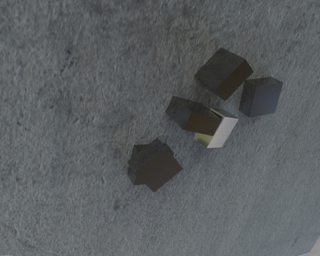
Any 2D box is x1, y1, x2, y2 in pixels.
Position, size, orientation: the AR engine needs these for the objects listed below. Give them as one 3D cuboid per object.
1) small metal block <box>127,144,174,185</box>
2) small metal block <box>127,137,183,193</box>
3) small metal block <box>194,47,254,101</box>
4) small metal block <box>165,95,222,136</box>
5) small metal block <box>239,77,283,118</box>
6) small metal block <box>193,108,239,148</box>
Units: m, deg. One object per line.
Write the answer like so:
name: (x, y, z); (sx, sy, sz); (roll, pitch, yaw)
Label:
small metal block: (-0.013, 0.050, 0.432); (0.050, 0.025, 0.050); (-1, 119, -29)
small metal block: (-0.006, 0.049, 0.403); (0.050, 0.025, 0.050); (-39, 129, -2)
small metal block: (0.080, -0.069, 0.393); (0.050, 0.050, 0.025); (-46, 130, 4)
small metal block: (0.043, -0.016, 0.406); (0.050, 0.050, 0.025); (12, 112, -33)
small metal block: (0.150, -0.047, 0.463); (0.050, 0.025, 0.050); (-10, 123, -23)
small metal block: (0.081, 0.001, 0.442); (0.050, 0.025, 0.050); (3, 119, -56)
